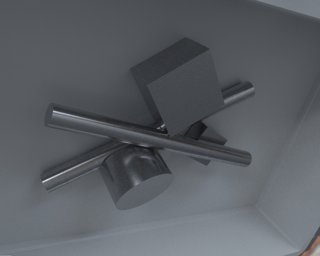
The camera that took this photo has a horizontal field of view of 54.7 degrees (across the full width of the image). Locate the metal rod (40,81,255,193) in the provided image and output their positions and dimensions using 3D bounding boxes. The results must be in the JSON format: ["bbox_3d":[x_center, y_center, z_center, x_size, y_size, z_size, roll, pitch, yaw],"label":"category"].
[{"bbox_3d":[-0.005,0.005,0.408,0.302,0.025,0.025,-25,128,-14],"label":"metal rod"}]

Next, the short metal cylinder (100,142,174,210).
[{"bbox_3d":[-0.029,0.061,0.396,0.081,0.050,0.080,-25,152,-14],"label":"short metal cylinder"}]

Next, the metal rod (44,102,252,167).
[{"bbox_3d":[0.011,0.017,0.392,0.302,0.025,0.025,14,111,-34],"label":"metal rod"}]

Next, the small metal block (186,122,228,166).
[{"bbox_3d":[0.063,0.022,0.454,0.050,0.025,0.050,30,102,-38],"label":"small metal block"}]

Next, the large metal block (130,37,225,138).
[{"bbox_3d":[0.023,-0.049,0.374,0.080,0.050,0.080,-31,129,-8],"label":"large metal block"}]
